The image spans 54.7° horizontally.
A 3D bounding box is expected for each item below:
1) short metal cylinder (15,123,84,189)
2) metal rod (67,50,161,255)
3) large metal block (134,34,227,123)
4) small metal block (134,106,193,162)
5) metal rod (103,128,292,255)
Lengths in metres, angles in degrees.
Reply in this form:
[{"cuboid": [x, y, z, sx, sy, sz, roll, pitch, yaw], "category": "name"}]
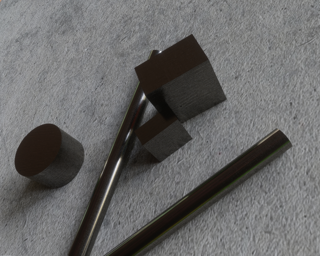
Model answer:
[{"cuboid": [-0.157, 0.040, 0.443, 0.080, 0.050, 0.080, -13, 56, 20], "category": "short metal cylinder"}, {"cuboid": [-0.049, 0.020, 0.415, 0.025, 0.025, 0.300, 6, 64, 30], "category": "metal rod"}, {"cuboid": [0.027, -0.055, 0.387, 0.080, 0.080, 0.050, -29, 52, 9], "category": "large metal block"}, {"cuboid": [0.005, 0.009, 0.379, 0.050, 0.050, 0.025, -37, 51, 3], "category": "small metal block"}, {"cuboid": [0.011, 0.100, 0.335, 0.300, 0.025, 0.025, -37, 51, 3], "category": "metal rod"}]
